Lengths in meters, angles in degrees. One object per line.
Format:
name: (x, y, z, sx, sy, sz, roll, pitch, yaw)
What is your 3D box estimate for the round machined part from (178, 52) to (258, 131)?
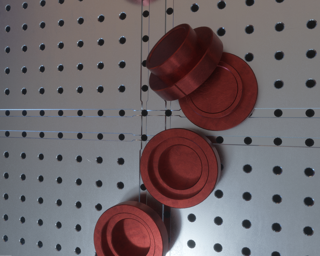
round machined part: (0.068, -0.045, 0.379, 0.098, 0.042, 0.097, 0, 90, 19)

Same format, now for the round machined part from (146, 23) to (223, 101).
round machined part: (0.022, -0.083, 0.365, 0.098, 0.098, 0.042, -42, 120, 15)

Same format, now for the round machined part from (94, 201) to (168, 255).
round machined part: (-0.035, 0.146, 0.415, 0.098, 0.042, 0.097, 0, 90, 19)

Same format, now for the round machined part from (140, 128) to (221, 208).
round machined part: (0.028, 0.048, 0.393, 0.098, 0.042, 0.097, 0, 90, 19)
